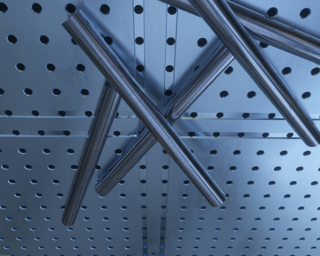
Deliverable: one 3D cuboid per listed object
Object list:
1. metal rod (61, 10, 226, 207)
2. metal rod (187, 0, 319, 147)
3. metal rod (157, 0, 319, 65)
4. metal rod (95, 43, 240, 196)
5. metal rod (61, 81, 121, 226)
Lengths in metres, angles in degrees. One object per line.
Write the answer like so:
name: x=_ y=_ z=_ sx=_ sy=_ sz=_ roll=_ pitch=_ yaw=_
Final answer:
metal rod: x=-0.005 y=-0.006 z=0.375 sx=0.025 sy=0.025 sz=0.300 roll=-29 pitch=116 yaw=22
metal rod: x=0.115 y=-0.058 z=0.341 sx=0.025 sy=0.025 sz=0.301 roll=-34 pitch=130 yaw=25
metal rod: x=0.045 y=-0.122 z=0.308 sx=0.302 sy=0.025 sz=0.025 roll=16 pitch=128 yaw=-14
metal rod: x=-0.007 y=0.004 z=0.414 sx=0.025 sy=0.025 sz=0.299 roll=28 pitch=125 yaw=-22
metal rod: x=-0.107 y=0.056 z=0.457 sx=0.025 sy=0.025 sz=0.298 roll=16 pitch=128 yaw=-14
